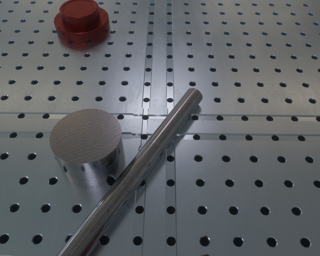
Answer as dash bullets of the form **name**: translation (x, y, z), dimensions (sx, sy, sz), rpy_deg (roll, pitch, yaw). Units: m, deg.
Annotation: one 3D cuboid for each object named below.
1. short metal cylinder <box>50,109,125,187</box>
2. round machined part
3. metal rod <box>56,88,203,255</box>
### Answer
- **short metal cylinder**: translation (-0.084, 0.023, 0.371), dimensions (0.081, 0.050, 0.080), rpy_deg (0, 50, 0)
- **round machined part**: translation (-0.143, -0.201, 0.564), dimensions (0.099, 0.042, 0.098), rpy_deg (0, 50, 0)
- **metal rod**: translation (-0.027, 0.051, 0.364), dimensions (0.025, 0.025, 0.301), rpy_deg (25, 54, 19)
